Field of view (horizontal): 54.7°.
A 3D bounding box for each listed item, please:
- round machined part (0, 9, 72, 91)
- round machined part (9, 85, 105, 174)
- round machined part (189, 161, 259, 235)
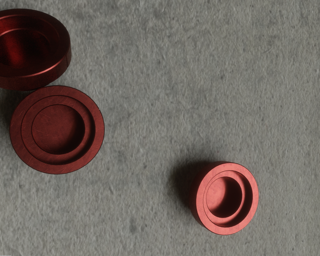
[{"bbox_3d":[-0.145,-0.078,0.331,0.099,0.042,0.098,5,58,-8],"label":"round machined part"},{"bbox_3d":[-0.116,0.001,0.355,0.099,0.042,0.097,-2,95,-22],"label":"round machined part"},{"bbox_3d":[0.084,0.094,0.433,0.099,0.042,0.097,0,90,-21],"label":"round machined part"}]
